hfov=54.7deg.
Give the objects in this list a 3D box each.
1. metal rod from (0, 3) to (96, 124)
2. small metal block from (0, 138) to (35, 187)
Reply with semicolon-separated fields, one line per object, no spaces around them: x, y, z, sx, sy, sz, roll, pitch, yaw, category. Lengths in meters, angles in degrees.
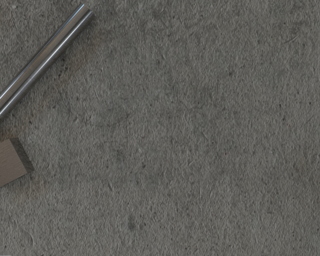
-0.194;-0.044;0.407;0.025;0.025;0.300;42;90;-1;metal rod
-0.203;0.047;0.407;0.050;0.025;0.050;-28;90;-1;small metal block
